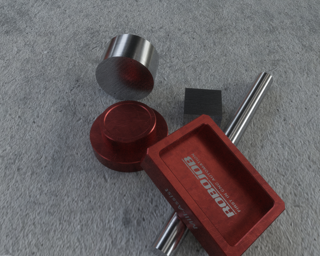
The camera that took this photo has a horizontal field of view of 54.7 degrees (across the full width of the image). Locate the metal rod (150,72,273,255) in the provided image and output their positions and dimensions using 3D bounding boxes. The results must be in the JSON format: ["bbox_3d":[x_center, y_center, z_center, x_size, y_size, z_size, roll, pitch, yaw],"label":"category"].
[{"bbox_3d":[0.079,0.025,0.383,0.025,0.025,0.301,25,54,19],"label":"metal rod"}]

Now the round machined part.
[{"bbox_3d":[-0.039,0.003,0.389,0.099,0.042,0.098,0,50,0],"label":"round machined part"}]

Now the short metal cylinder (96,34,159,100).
[{"bbox_3d":[-0.045,-0.084,0.438,0.080,0.080,0.050,6,50,5],"label":"short metal cylinder"}]

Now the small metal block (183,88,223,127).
[{"bbox_3d":[0.058,-0.028,0.427,0.050,0.025,0.050,4,50,3],"label":"small metal block"}]

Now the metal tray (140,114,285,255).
[{"bbox_3d":[0.054,0.058,0.321,0.091,0.030,0.130,-31,74,-30],"label":"metal tray"}]
